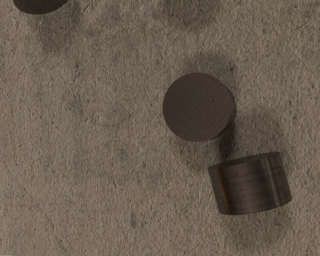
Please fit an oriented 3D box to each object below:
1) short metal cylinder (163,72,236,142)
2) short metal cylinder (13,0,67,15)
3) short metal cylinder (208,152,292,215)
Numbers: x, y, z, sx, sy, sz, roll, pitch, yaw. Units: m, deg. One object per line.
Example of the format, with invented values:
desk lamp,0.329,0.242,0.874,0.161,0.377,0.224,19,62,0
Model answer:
short metal cylinder,0.049,-0.024,0.378,0.080,0.050,0.079,0,90,19
short metal cylinder,-0.175,-0.208,0.440,0.080,0.080,0.050,-28,81,17
short metal cylinder,0.099,0.060,0.345,0.080,0.080,0.050,-15,85,19
